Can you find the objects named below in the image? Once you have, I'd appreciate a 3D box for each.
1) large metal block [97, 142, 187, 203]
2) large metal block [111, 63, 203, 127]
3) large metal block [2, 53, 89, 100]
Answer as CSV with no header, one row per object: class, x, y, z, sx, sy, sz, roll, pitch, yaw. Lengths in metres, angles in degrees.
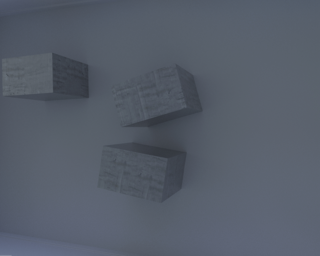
large metal block,-0.019,0.051,0.387,0.080,0.080,0.050,9,93,19
large metal block,-0.001,-0.035,0.381,0.080,0.080,0.050,-16,85,19
large metal block,-0.158,-0.068,0.435,0.080,0.080,0.050,-2,90,19
